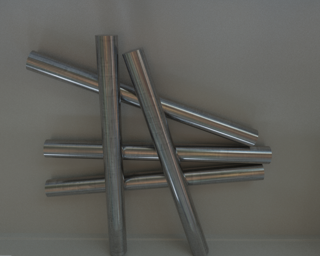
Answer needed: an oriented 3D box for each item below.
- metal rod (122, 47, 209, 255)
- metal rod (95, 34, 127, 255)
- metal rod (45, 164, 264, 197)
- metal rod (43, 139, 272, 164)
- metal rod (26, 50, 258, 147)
[{"bbox_3d":[0.014,0.046,0.400,0.025,0.025,0.298,-17,110,6],"label":"metal rod"},{"bbox_3d":[-0.060,0.037,0.395,0.025,0.025,0.298,0,110,-1],"label":"metal rod"},{"bbox_3d":[-0.008,0.073,0.437,0.302,0.025,0.025,-5,110,1],"label":"metal rod"},{"bbox_3d":[-0.002,0.032,0.421,0.302,0.025,0.025,2,110,-1],"label":"metal rod"},{"bbox_3d":[-0.016,-0.034,0.396,0.302,0.025,0.025,19,109,-8],"label":"metal rod"}]
